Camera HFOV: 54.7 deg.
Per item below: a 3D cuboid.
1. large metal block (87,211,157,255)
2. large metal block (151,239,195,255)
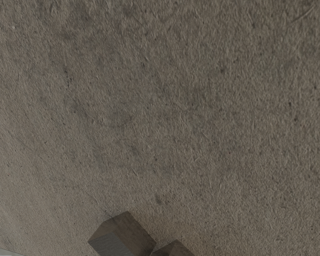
[{"bbox_3d":[-0.068,0.205,0.553,0.080,0.050,0.080,-33,100,38],"label":"large metal block"},{"bbox_3d":[0.026,0.249,0.531,0.080,0.050,0.080,43,129,-2],"label":"large metal block"}]
